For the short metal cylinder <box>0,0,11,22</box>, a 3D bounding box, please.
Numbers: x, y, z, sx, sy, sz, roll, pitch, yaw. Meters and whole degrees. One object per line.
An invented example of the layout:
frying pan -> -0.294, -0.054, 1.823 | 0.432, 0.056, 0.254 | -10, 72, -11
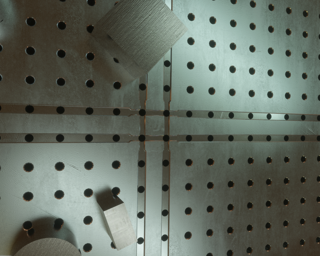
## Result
short metal cylinder -> -0.203, -0.149, 0.324 | 0.081, 0.050, 0.079 | 0, 90, -21

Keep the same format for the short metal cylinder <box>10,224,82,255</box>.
short metal cylinder -> -0.130, 0.157, 0.352 | 0.081, 0.050, 0.079 | 0, 90, -21

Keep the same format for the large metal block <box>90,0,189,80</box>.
large metal block -> -0.026, -0.121, 0.390 | 0.080, 0.050, 0.080 | 44, 76, -15

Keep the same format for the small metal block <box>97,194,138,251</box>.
small metal block -> -0.054, 0.114, 0.381 | 0.025, 0.050, 0.050 | -20, 97, -19
